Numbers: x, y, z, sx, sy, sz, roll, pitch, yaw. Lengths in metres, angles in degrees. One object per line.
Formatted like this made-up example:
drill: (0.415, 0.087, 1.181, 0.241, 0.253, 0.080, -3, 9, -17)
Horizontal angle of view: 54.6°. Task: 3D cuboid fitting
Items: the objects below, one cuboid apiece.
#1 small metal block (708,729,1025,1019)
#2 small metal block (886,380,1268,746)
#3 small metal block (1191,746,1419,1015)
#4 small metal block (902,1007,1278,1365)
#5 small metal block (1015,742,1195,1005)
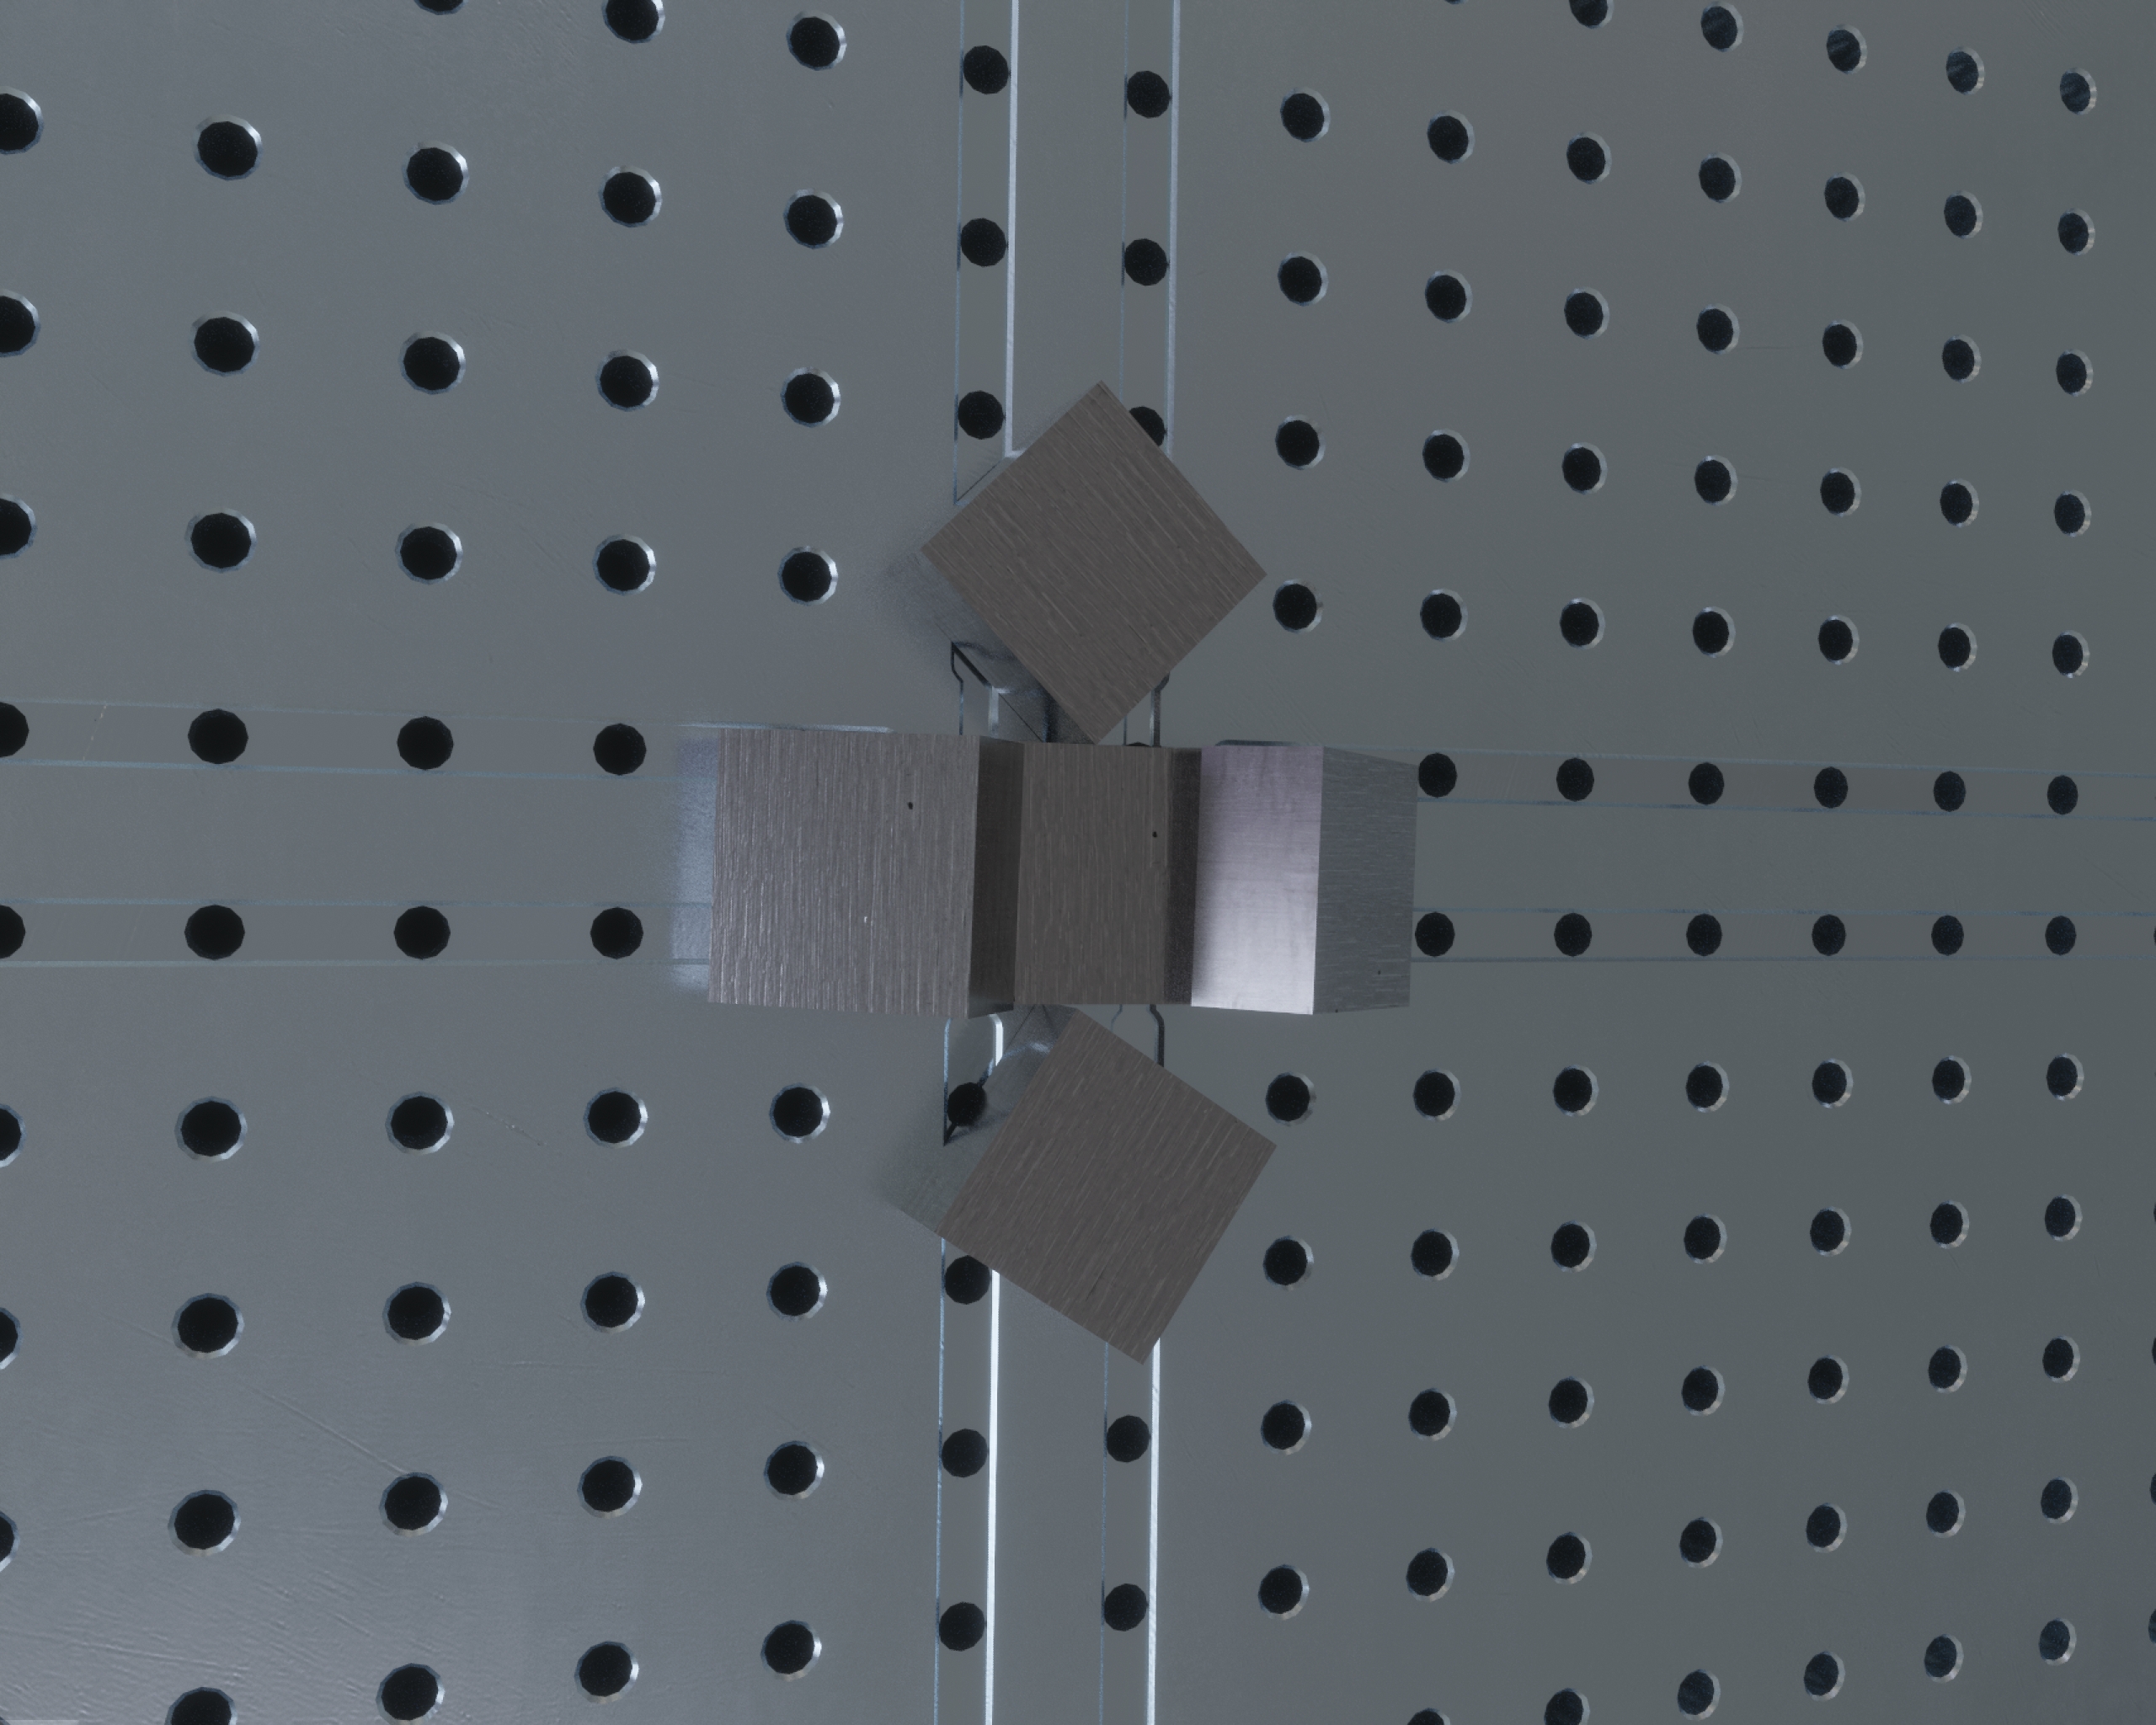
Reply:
small metal block: (-0.039, 0.002, 0.385, 0.050, 0.025, 0.050, 2, 90, 16)
small metal block: (0.000, -0.057, 0.412, 0.050, 0.025, 0.050, -46, 104, -15)
small metal block: (0.046, 0.004, 0.415, 0.050, 0.025, 0.050, 4, 88, -60)
small metal block: (0.002, 0.062, 0.413, 0.050, 0.025, 0.050, 36, 79, -15)
small metal block: (0.001, 0.002, 0.412, 0.050, 0.025, 0.050, 1, 89, -20)
